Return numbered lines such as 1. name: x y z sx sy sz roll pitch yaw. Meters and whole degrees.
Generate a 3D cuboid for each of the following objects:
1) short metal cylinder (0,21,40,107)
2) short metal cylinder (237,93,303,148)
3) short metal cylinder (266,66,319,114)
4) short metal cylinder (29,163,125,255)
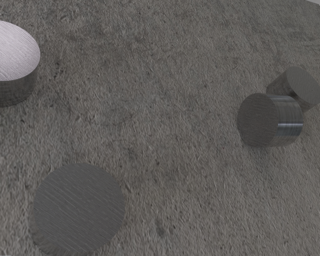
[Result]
1. short metal cylinder: -0.176 -0.069 0.335 0.081 0.050 0.080 14 56 -21
2. short metal cylinder: 0.162 -0.011 0.462 0.050 0.080 0.080 0 62 -29
3. short metal cylinder: 0.240 -0.063 0.555 0.081 0.050 0.080 14 56 -21
4. short metal cylinder: -0.080 0.080 0.296 0.081 0.050 0.080 14 56 -21
